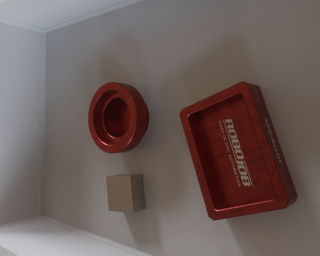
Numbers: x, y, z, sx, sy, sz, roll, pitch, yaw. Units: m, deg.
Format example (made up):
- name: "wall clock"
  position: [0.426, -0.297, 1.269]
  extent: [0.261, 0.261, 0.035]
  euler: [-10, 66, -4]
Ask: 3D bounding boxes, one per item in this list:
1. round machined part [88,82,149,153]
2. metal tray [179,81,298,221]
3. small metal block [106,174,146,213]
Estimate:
- name: "round machined part"
  position: [-0.054, -0.014, 0.438]
  extent: [0.098, 0.042, 0.097]
  euler: [0, 90, 39]
- name: "metal tray"
  position: [0.080, 0.026, 0.336]
  extent: [0.090, 0.030, 0.129]
  euler: [-24, 75, 37]
- name: "small metal block"
  position: [-0.049, 0.093, 0.445]
  extent: [0.050, 0.025, 0.050]
  euler: [-9, 84, 39]
